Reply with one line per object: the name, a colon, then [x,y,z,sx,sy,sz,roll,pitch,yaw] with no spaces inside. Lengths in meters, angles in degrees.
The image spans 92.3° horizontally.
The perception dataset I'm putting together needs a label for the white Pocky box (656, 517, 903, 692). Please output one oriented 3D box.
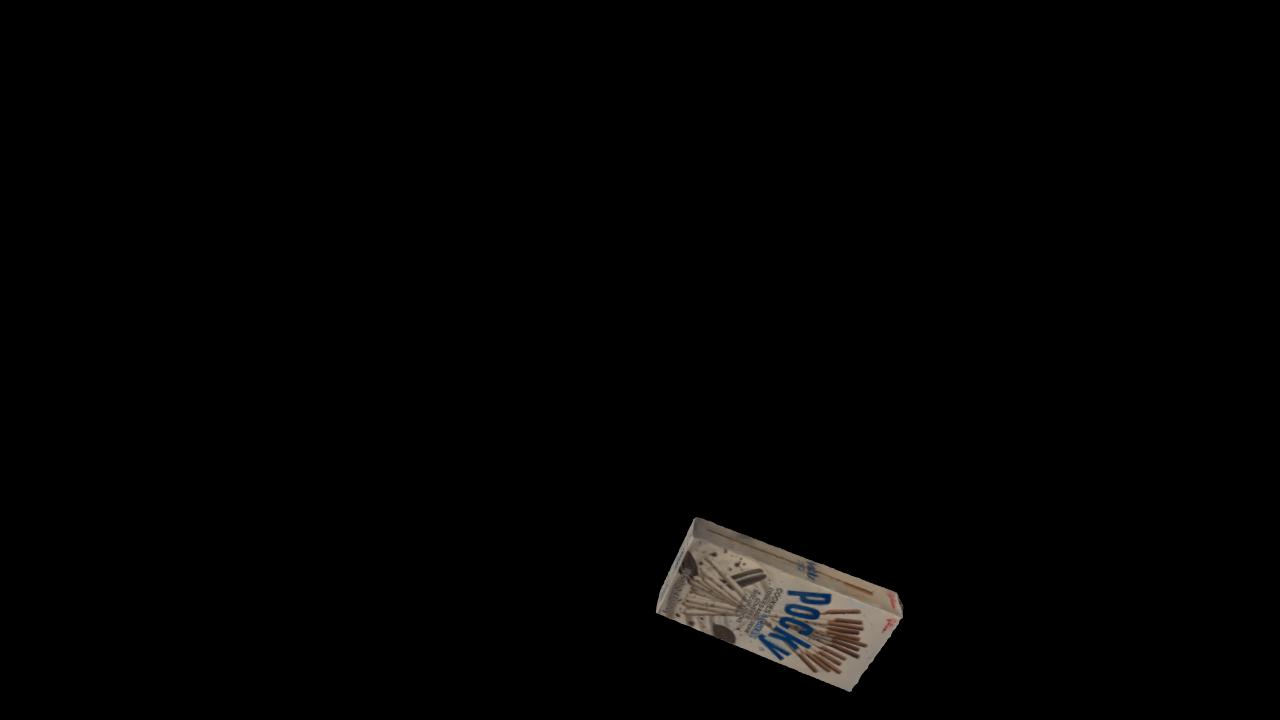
white Pocky box: [0.096,0.176,0.444,0.154,0.084,0.028,21,25,3]
